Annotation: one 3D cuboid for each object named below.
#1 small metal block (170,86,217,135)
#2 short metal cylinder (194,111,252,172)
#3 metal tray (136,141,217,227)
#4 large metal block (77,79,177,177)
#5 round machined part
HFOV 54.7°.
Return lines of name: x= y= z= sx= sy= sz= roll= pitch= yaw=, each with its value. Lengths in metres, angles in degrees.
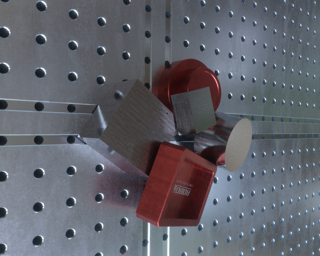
small metal block: x=0.043 y=-0.022 z=0.385 sx=0.050 sy=0.025 sz=0.050 roll=-20 pitch=100 yaw=-49
short metal cylinder: x=0.094 y=0.019 z=0.457 sx=0.081 sy=0.050 sz=0.079 roll=-23 pitch=121 yaw=-45
metal tray: x=0.028 y=0.076 z=0.392 sx=0.130 sy=0.030 sz=0.090 roll=32 pitch=76 yaw=-59
large metal block: x=-0.034 y=0.001 z=0.364 sx=0.080 sy=0.050 sz=0.080 roll=43 pitch=64 yaw=-32
round machined part: x=0.049 y=-0.050 z=0.439 sx=0.099 sy=0.042 sz=0.097 roll=0 pitch=90 yaw=-40
